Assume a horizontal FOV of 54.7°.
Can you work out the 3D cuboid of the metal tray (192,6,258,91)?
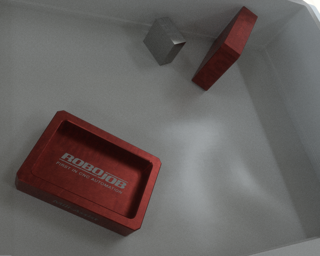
[{"bbox_3d":[0.105,-0.129,0.501,0.030,0.090,0.130,35,51,-6],"label":"metal tray"}]

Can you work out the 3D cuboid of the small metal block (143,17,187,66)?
[{"bbox_3d":[0.006,-0.133,0.476,0.025,0.050,0.050,-25,75,-37],"label":"small metal block"}]

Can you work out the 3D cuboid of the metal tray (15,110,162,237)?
[{"bbox_3d":[-0.071,0.048,0.335,0.131,0.030,0.090,28,52,-11],"label":"metal tray"}]
